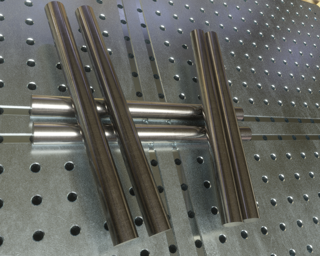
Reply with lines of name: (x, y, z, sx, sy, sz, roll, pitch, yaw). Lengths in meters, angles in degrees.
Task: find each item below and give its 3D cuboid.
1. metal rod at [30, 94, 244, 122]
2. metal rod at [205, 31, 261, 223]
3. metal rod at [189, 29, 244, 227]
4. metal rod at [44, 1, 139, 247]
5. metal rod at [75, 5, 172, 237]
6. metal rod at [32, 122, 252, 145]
metal rod: (-0.010, -0.023, 0.417, 0.302, 0.025, 0.025, 1, 62, -28)
metal rod: (0.094, -0.021, 0.440, 0.025, 0.025, 0.299, 9, 58, -24)
metal rod: (0.071, -0.020, 0.427, 0.025, 0.025, 0.299, 9, 58, -24)
metal rod: (-0.083, -0.022, 0.345, 0.025, 0.025, 0.299, -8, 66, -32)
metal rod: (-0.050, -0.025, 0.364, 0.025, 0.025, 0.299, -8, 66, -32)
metal rod: (-0.002, 0.007, 0.403, 0.302, 0.025, 0.025, 1, 62, -28)
